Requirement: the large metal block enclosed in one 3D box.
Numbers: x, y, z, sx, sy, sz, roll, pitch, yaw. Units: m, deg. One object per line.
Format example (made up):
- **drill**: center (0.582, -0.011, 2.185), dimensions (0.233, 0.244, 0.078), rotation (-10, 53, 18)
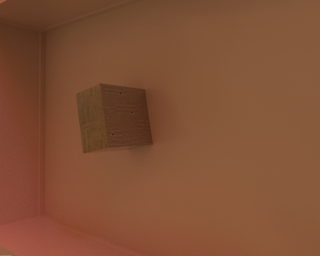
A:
- **large metal block**: center (-0.060, -0.011, 0.419), dimensions (0.050, 0.081, 0.080), rotation (-14, 81, 39)
